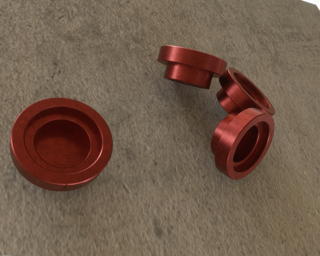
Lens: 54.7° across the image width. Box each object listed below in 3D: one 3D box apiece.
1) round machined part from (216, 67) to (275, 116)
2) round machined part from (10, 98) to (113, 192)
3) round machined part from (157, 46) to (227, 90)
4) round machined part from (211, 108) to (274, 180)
[{"bbox_3d":[0.125,-0.044,0.475,0.098,0.042,0.098,33,29,-21],"label":"round machined part"},{"bbox_3d":[-0.103,0.020,0.326,0.099,0.042,0.098,14,56,-21],"label":"round machined part"},{"bbox_3d":[0.043,-0.084,0.446,0.099,0.098,0.042,12,97,-22],"label":"round machined part"},{"bbox_3d":[0.107,0.017,0.419,0.099,0.097,0.042,-19,37,-35],"label":"round machined part"}]
